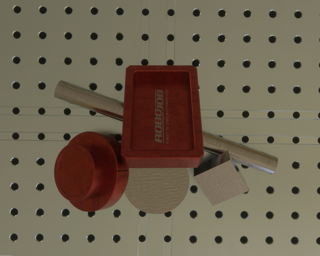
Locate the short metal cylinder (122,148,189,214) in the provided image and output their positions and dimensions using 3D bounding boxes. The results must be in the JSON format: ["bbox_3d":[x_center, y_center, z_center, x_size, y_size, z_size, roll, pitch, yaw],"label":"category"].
[{"bbox_3d":[-0.005,0.064,0.397,0.081,0.050,0.079,0,90,0],"label":"short metal cylinder"}]

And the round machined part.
[{"bbox_3d":[-0.090,0.053,0.377,0.098,0.042,0.097,-3,84,32],"label":"round machined part"}]

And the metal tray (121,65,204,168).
[{"bbox_3d":[0.002,-0.017,0.378,0.091,0.030,0.130,0,61,-1],"label":"metal tray"}]

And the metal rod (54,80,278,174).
[{"bbox_3d":[0.008,-0.001,0.410,0.301,0.025,0.025,20,90,0],"label":"metal rod"}]

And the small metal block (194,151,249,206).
[{"bbox_3d":[0.078,0.065,0.399,0.050,0.025,0.050,-28,106,16],"label":"small metal block"}]
